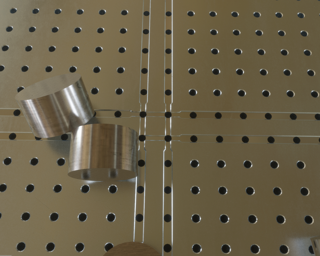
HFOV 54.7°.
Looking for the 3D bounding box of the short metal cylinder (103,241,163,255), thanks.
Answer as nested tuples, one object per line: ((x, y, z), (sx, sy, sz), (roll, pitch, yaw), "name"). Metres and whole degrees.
((-0.029, 0.166, 0.337), (0.081, 0.050, 0.080), (0, 70, 0), "short metal cylinder")

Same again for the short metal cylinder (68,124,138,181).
((-0.067, 0.032, 0.370), (0.081, 0.080, 0.050), (-1, 70, -1), "short metal cylinder")

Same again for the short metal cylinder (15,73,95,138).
((-0.129, -0.030, 0.386), (0.080, 0.050, 0.080), (-12, 27, 6), "short metal cylinder")

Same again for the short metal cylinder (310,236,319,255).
((0.212, 0.140, 0.334), (0.081, 0.080, 0.050), (-8, 71, -3), "short metal cylinder")
